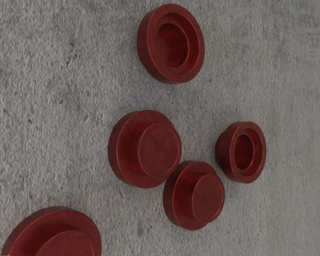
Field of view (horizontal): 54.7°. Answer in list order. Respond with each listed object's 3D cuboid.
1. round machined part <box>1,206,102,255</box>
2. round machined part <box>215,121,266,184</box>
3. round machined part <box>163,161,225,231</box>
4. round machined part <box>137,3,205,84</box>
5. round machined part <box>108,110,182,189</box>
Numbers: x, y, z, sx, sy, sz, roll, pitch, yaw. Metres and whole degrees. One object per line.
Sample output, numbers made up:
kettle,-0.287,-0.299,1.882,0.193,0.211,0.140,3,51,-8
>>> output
round machined part,-0.101,0.131,0.309,0.099,0.042,0.097,0,90,-40
round machined part,0.126,0.038,0.499,0.099,0.042,0.097,0,90,-40
round machined part,0.055,0.097,0.440,0.099,0.042,0.097,0,90,-40
round machined part,0.010,-0.105,0.401,0.099,0.042,0.097,0,90,-40
round machined part,-0.011,0.026,0.384,0.099,0.042,0.097,0,90,-40
